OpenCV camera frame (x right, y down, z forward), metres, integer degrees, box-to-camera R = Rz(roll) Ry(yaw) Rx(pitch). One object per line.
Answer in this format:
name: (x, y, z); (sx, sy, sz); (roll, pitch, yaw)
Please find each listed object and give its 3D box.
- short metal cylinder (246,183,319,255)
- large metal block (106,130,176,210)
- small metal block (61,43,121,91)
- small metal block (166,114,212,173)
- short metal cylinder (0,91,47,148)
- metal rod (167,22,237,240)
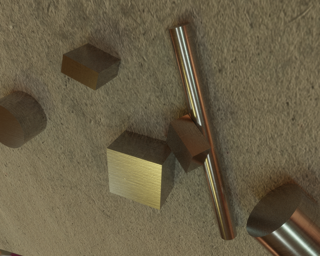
short metal cylinder: (0.149, 0.112, 0.362); (0.050, 0.080, 0.080); (44, 129, -2)
large metal block: (-0.025, 0.058, 0.438); (0.080, 0.050, 0.079); (15, 125, 19)
small metal block: (-0.085, -0.077, 0.386); (0.050, 0.050, 0.025); (29, 128, 10)
small metal block: (0.033, 0.020, 0.376); (0.050, 0.025, 0.050); (57, 161, 24)
short metal cylinder: (-0.234, -0.014, 0.502); (0.080, 0.050, 0.079); (13, 124, 20)
metal rod: (0.060, 0.022, 0.388); (0.025, 0.025, 0.298); (-3, 117, 29)
